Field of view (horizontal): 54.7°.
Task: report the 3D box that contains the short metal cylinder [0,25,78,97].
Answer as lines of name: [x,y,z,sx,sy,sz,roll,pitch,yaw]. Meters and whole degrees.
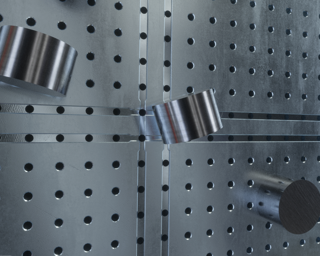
short metal cylinder: [-0.135,-0.069,0.334,0.081,0.080,0.050,15,85,-20]

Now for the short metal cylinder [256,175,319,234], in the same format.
short metal cylinder: [0.197,0.115,0.474,0.081,0.050,0.079,0,90,-21]

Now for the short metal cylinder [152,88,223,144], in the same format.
short metal cylinder: [0.035,-0.016,0.397,0.081,0.080,0.050,-19,97,-19]
